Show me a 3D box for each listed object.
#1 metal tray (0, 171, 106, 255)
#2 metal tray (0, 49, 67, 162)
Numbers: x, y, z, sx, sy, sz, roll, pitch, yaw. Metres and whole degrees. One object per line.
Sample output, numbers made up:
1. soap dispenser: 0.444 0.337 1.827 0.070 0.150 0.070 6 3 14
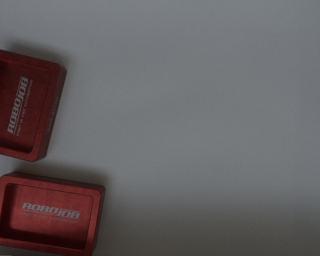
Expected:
1. metal tray: -0.145 0.113 0.407 0.131 0.030 0.089 9 90 -1
2. metal tray: -0.185 -0.029 0.406 0.091 0.030 0.129 14 90 -1
